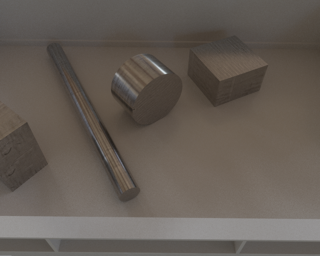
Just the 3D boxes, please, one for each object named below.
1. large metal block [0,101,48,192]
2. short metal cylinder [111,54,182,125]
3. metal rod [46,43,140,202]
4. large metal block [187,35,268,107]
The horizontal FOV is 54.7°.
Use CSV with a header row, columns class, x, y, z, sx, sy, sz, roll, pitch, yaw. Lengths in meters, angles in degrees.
class,x,y,z,sx,sy,sz,roll,pitch,yaw
large metal block,-0.185,0.014,0.355,0.080,0.080,0.050,32,57,23
short metal cylinder,-0.017,-0.051,0.412,0.081,0.080,0.050,-30,57,-23
metal rod,-0.104,-0.028,0.427,0.025,0.025,0.300,-22,54,-18
large metal block,0.098,-0.087,0.463,0.081,0.050,0.080,-20,53,-17
